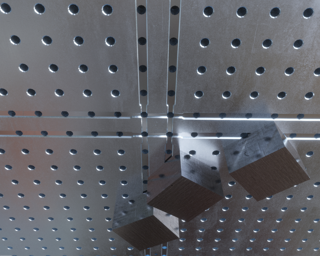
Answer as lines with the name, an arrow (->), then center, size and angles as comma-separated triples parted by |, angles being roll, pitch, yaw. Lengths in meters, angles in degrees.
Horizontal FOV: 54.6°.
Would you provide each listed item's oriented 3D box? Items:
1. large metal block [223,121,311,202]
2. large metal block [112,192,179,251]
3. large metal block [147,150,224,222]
large metal block -> 0.149, 0.049, 0.438 | 0.080, 0.050, 0.080 | -32, 123, 24
large metal block -> -0.023, 0.159, 0.530 | 0.080, 0.050, 0.080 | -26, 126, 20
large metal block -> 0.037, 0.090, 0.472 | 0.080, 0.050, 0.080 | 30, 124, -23
